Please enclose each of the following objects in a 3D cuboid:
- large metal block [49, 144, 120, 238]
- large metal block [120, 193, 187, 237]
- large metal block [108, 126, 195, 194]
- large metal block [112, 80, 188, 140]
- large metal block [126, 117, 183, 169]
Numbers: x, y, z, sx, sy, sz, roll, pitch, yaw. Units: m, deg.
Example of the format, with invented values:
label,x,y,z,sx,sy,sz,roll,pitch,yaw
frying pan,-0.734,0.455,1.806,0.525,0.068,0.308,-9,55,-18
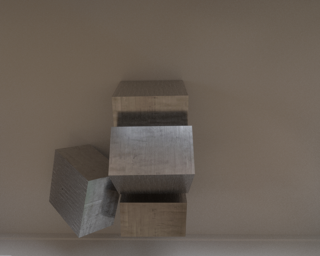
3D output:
label,x,y,z,sx,sy,sz,roll,pitch,yaw
large metal block,-0.097,0.077,0.399,0.050,0.080,0.079,-7,119,-44
large metal block,-0.008,0.099,0.416,0.081,0.080,0.050,0,110,-1
large metal block,-0.008,0.037,0.334,0.081,0.080,0.050,-1,65,0
large metal block,-0.010,-0.024,0.370,0.081,0.080,0.050,-1,110,0
large metal block,-0.010,0.031,0.409,0.081,0.050,0.079,-1,110,0
